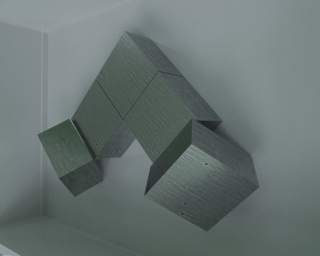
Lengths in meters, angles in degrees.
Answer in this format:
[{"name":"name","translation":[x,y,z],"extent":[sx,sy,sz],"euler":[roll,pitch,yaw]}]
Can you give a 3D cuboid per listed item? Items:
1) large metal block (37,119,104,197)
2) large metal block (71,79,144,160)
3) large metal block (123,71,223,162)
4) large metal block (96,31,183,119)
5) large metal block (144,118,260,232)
[{"name":"large metal block","translation":[-0.134,0.047,0.471],"extent":[0.080,0.050,0.080],"euler":[54,164,26]},{"name":"large metal block","translation":[-0.075,-0.012,0.450],"extent":[0.080,0.050,0.080],"euler":[-51,60,28]},{"name":"large metal block","translation":[0.013,-0.009,0.377],"extent":[0.080,0.050,0.080],"euler":[-51,60,28]},{"name":"large metal block","translation":[-0.030,-0.067,0.413],"extent":[0.080,0.050,0.080],"euler":[-51,60,28]},{"name":"large metal block","translation":[0.042,0.050,0.326],"extent":[0.080,0.050,0.080],"euler":[32,118,-12]}]
